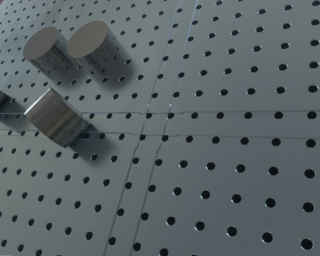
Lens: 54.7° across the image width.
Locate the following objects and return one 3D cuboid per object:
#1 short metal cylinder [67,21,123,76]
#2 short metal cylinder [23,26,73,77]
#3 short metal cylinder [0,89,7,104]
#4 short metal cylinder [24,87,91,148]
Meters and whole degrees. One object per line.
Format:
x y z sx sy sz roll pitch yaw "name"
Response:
-0.111 -0.136 0.532 0.080 0.050 0.080 -13 56 20 "short metal cylinder"
-0.210 -0.145 0.588 0.080 0.050 0.080 -13 57 20 "short metal cylinder"
-0.344 -0.069 0.592 0.080 0.080 0.050 29 78 37 "short metal cylinder"
-0.150 -0.015 0.459 0.050 0.080 0.080 -47 52 -5 "short metal cylinder"
